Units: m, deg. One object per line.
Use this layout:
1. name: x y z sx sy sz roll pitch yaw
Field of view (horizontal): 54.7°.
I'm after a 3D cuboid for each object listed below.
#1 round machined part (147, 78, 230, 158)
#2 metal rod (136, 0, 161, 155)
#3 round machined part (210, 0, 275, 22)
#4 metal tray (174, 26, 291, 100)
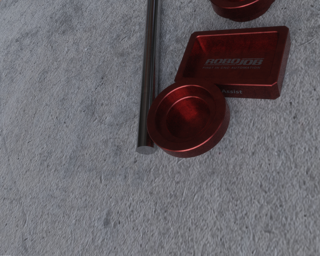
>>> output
1. round machined part: 0.037 -0.009 0.377 0.098 0.042 0.098 -13 58 22
2. metal rod: -0.014 -0.100 0.471 0.025 0.025 0.299 -12 57 21
3. round machined part: 0.123 -0.193 0.446 0.098 0.042 0.098 -13 56 20
4. metal tray: 0.093 -0.085 0.403 0.130 0.030 0.090 6 65 30
